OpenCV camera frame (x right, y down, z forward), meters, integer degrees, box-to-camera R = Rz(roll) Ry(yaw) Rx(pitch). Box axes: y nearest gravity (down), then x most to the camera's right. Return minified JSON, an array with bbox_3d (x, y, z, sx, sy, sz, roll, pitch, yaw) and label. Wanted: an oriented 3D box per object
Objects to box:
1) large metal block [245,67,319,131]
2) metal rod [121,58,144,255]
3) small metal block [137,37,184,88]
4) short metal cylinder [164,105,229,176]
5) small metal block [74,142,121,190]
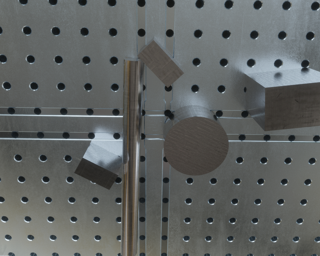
[{"bbox_3d":[0.154,-0.037,0.373,0.080,0.080,0.050,-6,110,2],"label":"large metal block"},{"bbox_3d":[-0.040,0.055,0.433,0.025,0.025,0.298,3,110,-2],"label":"metal rod"},{"bbox_3d":[0.001,-0.080,0.371,0.025,0.050,0.050,-42,105,13],"label":"small metal block"},{"bbox_3d":[0.045,0.015,0.406,0.081,0.050,0.079,0,110,-1],"label":"short metal cylinder"},{"bbox_3d":[-0.081,0.050,0.417,0.050,0.050,0.025,29,107,-11],"label":"small metal block"}]
